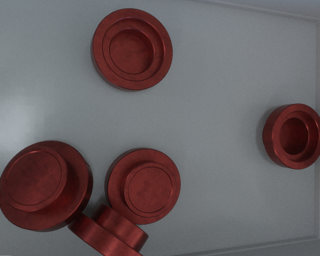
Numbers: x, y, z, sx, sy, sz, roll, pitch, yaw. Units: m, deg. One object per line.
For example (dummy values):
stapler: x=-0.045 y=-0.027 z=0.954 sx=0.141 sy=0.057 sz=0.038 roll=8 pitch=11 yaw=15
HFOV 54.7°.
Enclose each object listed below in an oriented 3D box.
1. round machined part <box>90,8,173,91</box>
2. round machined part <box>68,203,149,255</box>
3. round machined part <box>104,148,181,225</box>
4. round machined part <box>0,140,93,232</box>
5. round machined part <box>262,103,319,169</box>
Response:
round machined part: x=-0.037 y=-0.094 z=0.387 sx=0.099 sy=0.042 sz=0.097 roll=0 pitch=90 yaw=-20
round machined part: x=-0.052 y=0.122 z=0.354 sx=0.098 sy=0.098 sz=0.042 roll=41 pitch=69 yaw=-16
round machined part: x=-0.018 y=0.075 z=0.395 sx=0.099 sy=0.042 sz=0.097 roll=0 pitch=90 yaw=-20
round machined part: x=-0.125 y=0.058 z=0.330 sx=0.099 sy=0.042 sz=0.098 roll=-2 pitch=65 yaw=4
round machined part: x=0.198 y=0.012 z=0.474 sx=0.099 sy=0.042 sz=0.097 roll=0 pitch=90 yaw=-20
